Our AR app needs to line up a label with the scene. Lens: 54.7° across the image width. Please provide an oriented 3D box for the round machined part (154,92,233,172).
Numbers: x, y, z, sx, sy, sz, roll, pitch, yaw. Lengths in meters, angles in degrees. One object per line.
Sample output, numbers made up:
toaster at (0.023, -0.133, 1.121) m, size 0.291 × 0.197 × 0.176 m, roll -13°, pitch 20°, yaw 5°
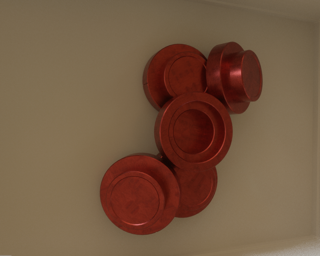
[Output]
round machined part at (0.039, 0.005, 0.392) m, size 0.099 × 0.042 × 0.097 m, roll 0°, pitch 90°, yaw -21°

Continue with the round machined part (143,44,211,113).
round machined part at (0.030, -0.063, 0.411) m, size 0.099 × 0.042 × 0.097 m, roll 0°, pitch 90°, yaw -21°

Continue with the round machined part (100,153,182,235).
round machined part at (-0.025, 0.081, 0.369) m, size 0.098 × 0.042 × 0.097 m, roll 1°, pitch 94°, yaw 9°

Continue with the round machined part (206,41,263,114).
round machined part at (0.106, -0.068, 0.417) m, size 0.099 × 0.042 × 0.097 m, roll 5°, pitch 84°, yaw -50°

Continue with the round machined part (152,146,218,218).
round machined part at (0.035, 0.072, 0.414) m, size 0.099 × 0.042 × 0.097 m, roll 0°, pitch 90°, yaw -21°
